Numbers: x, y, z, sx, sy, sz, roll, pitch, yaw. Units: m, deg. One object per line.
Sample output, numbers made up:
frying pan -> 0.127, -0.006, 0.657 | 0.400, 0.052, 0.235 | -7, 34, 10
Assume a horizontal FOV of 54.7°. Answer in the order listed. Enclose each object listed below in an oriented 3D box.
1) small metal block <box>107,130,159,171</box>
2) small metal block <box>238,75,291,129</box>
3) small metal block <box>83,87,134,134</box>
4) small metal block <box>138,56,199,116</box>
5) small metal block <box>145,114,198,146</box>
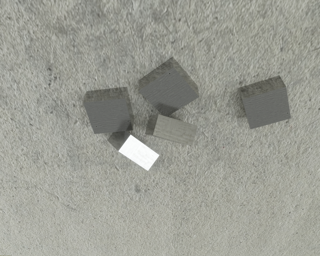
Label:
small metal block -> -0.036, 0.026, 0.409 | 0.050, 0.050, 0.025 | 38, 85, -28
small metal block -> 0.129, -0.031, 0.382 | 0.050, 0.025, 0.050 | -17, 128, 13
small metal block -> -0.062, -0.021, 0.388 | 0.050, 0.025, 0.050 | -6, 130, 5
small metal block -> 0.011, -0.047, 0.367 | 0.050, 0.025, 0.050 | -31, 124, 23
small metal block -> 0.013, 0.003, 0.391 | 0.050, 0.050, 0.025 | 16, 86, -13
